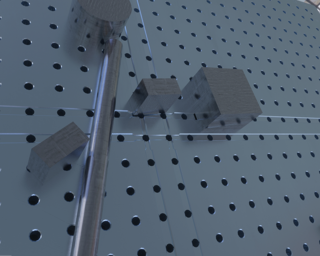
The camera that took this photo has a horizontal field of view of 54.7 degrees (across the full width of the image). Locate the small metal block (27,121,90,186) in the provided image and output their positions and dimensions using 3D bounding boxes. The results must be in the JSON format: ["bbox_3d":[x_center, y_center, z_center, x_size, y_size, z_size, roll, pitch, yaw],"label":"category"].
[{"bbox_3d":[-0.106,0.027,0.320,0.025,0.050,0.050,46,51,3],"label":"small metal block"}]

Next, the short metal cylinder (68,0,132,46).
[{"bbox_3d":[-0.087,-0.166,0.447,0.081,0.050,0.080,14,56,-21],"label":"short metal cylinder"}]

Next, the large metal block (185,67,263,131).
[{"bbox_3d":[0.096,-0.044,0.473,0.081,0.050,0.080,-3,63,-30],"label":"large metal block"}]

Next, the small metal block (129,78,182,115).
[{"bbox_3d":[-0.007,-0.042,0.415,0.050,0.050,0.025,-6,65,-31],"label":"small metal block"}]

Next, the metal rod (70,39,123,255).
[{"bbox_3d":[-0.069,0.008,0.366,0.025,0.025,0.299,15,56,-20],"label":"metal rod"}]
